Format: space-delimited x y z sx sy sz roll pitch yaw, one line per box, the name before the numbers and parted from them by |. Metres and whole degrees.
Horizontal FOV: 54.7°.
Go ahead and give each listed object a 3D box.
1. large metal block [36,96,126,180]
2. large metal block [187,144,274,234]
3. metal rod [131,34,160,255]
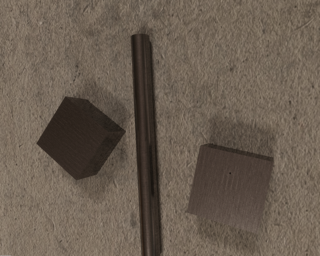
large metal block | -0.109 0.013 0.433 0.080 0.050 0.080 38 102 15
large metal block | 0.084 0.067 0.366 0.080 0.050 0.079 12 94 19
metal rod | -0.019 0.026 0.414 0.025 0.025 0.298 -3 89 19
